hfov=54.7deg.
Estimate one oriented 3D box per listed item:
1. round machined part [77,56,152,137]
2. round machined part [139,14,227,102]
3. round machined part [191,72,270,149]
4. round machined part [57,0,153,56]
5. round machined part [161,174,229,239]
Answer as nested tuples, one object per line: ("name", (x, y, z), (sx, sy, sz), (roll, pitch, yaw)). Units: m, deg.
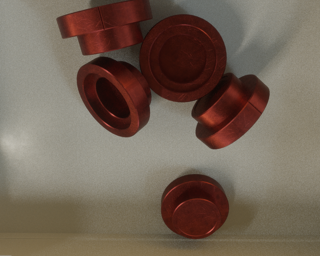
("round machined part", (-0.049, -0.040, 0.369), (0.098, 0.042, 0.097), (28, 141, 26))
("round machined part", (0.027, -0.082, 0.369), (0.099, 0.042, 0.097), (1, 106, 3))
("round machined part", (0.075, -0.026, 0.363), (0.042, 0.098, 0.098), (39, 105, -13))
("round machined part", (-0.055, -0.106, 0.333), (0.098, 0.098, 0.042), (-11, 110, 4))
("round machined part", (0.051, 0.120, 0.447), (0.099, 0.042, 0.097), (0, 110, 0))
